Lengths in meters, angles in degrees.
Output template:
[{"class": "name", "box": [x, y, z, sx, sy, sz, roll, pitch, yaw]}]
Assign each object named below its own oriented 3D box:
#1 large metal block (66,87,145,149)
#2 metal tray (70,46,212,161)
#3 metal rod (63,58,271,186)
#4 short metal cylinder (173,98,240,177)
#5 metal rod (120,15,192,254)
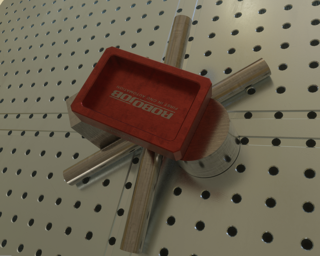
[{"class": "large metal block", "box": [-0.065, -0.020, 0.417, 0.080, 0.080, 0.050, -30, 52, 9]}, {"class": "metal tray", "box": [-0.019, -0.030, 0.342, 0.130, 0.030, 0.090, 22, 72, 16]}, {"class": "metal rod", "box": [0.003, -0.004, 0.408, 0.301, 0.025, 0.025, -29, 52, 9]}, {"class": "short metal cylinder", "box": [0.047, 0.011, 0.359, 0.080, 0.050, 0.080, -13, 56, 20]}, {"class": "metal rod", "box": [0.000, -0.005, 0.381, 0.025, 0.025, 0.299, 4, 73, 29]}]
